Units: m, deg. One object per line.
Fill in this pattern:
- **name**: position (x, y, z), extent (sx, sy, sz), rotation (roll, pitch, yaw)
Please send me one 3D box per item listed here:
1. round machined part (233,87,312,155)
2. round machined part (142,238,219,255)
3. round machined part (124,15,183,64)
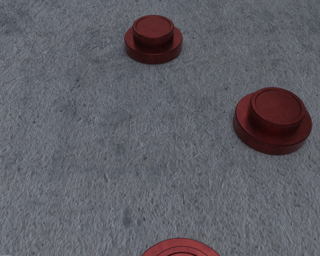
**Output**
- **round machined part**: position (0.149, -0.016, 0.406), extent (0.099, 0.042, 0.098), rotation (0, 50, 0)
- **round machined part**: position (0.019, 0.144, 0.271), extent (0.099, 0.042, 0.098), rotation (0, 50, 0)
- **round machined part**: position (-0.011, -0.154, 0.522), extent (0.099, 0.042, 0.098), rotation (0, 50, 0)
